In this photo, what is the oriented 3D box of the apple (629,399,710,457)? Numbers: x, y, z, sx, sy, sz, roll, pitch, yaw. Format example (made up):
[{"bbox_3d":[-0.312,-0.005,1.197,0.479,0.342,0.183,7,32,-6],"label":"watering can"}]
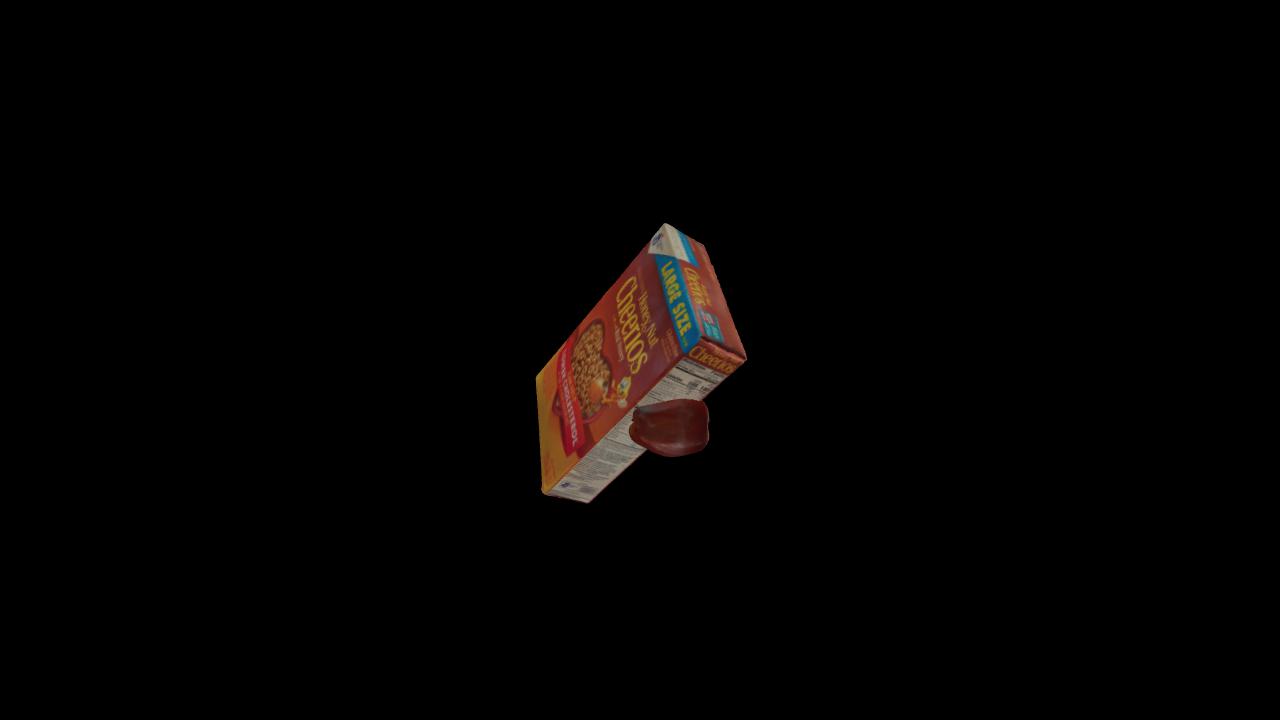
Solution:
[{"bbox_3d":[0.034,0.069,0.679,0.093,0.079,0.079,2,-1,-13],"label":"apple"}]

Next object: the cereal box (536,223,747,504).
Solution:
[{"bbox_3d":[-0.019,0.009,0.752,0.081,0.203,0.306,22,-52,-31],"label":"cereal box"}]
